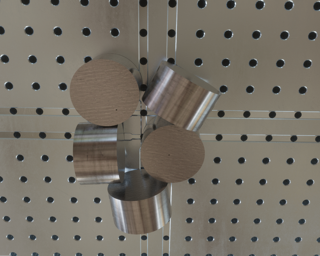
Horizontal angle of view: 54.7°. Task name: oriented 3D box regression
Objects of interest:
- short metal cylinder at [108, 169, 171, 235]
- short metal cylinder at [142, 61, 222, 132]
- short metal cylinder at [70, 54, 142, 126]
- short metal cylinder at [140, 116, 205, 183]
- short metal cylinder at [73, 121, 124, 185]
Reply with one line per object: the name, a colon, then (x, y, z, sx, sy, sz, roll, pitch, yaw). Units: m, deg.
short metal cylinder: (-0.026, 0.097, 0.419, 0.080, 0.080, 0.050, -6, 111, 2)
short metal cylinder: (0.025, -0.039, 0.370, 0.080, 0.080, 0.050, 27, 107, -10)
short metal cylinder: (-0.064, -0.048, 0.381, 0.080, 0.050, 0.079, 0, 110, 1)
short metal cylinder: (0.016, 0.025, 0.409, 0.081, 0.050, 0.079, 0, 111, -1)
short metal cylinder: (-0.075, 0.031, 0.396, 0.050, 0.080, 0.079, -2, 110, 0)
